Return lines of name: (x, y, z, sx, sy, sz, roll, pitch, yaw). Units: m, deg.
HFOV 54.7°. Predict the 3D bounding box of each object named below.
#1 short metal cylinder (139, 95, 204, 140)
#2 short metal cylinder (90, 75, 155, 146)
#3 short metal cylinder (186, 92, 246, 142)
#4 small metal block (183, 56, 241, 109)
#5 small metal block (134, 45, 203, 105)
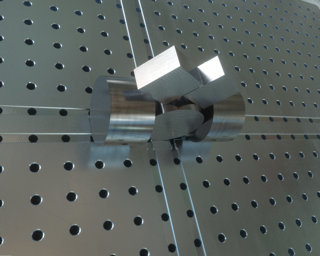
short metal cylinder: (0.010, -0.024, 0.393, 0.081, 0.080, 0.050, 1, 62, -28)
short metal cylinder: (-0.046, -0.019, 0.359, 0.050, 0.080, 0.080, 1, 61, -28)
short metal cylinder: (0.069, -0.021, 0.422, 0.050, 0.080, 0.080, 0, 62, -27)
small metal block: (0.057, -0.050, 0.355, 0.050, 0.050, 0.025, 24, 46, -53)
small metal block: (0.009, -0.053, 0.325, 0.050, 0.050, 0.025, 25, 45, -54)
